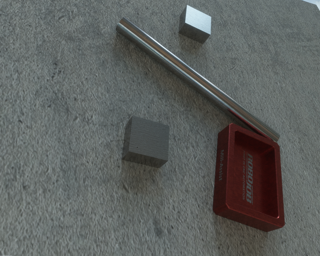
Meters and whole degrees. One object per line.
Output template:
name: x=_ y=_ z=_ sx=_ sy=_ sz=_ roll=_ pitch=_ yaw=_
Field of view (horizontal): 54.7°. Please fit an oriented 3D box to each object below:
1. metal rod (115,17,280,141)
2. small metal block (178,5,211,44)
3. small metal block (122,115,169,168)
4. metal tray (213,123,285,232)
metal rod: x=0.061 y=-0.069 z=0.480 sx=0.301 sy=0.025 sz=0.025 roll=36 pitch=51 yaw=-4
small metal block: x=0.063 y=-0.184 z=0.552 sx=0.050 sy=0.025 sz=0.050 roll=20 pitch=54 yaw=-17
small metal block: x=-0.017 y=0.018 z=0.385 sx=0.050 sy=0.025 sz=0.050 roll=16 pitch=55 yaw=-20
metal tray: x=0.123 y=0.066 z=0.428 sx=0.091 sy=0.030 sz=0.130 roll=23 pitch=53 yaw=-15
